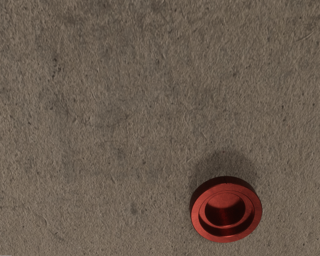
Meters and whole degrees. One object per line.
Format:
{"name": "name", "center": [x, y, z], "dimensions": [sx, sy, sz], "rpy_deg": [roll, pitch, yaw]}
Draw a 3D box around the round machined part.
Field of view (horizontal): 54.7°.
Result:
{"name": "round machined part", "center": [0.091, 0.111, 0.443], "dimensions": [0.099, 0.042, 0.097], "rpy_deg": [0, 110, -1]}
